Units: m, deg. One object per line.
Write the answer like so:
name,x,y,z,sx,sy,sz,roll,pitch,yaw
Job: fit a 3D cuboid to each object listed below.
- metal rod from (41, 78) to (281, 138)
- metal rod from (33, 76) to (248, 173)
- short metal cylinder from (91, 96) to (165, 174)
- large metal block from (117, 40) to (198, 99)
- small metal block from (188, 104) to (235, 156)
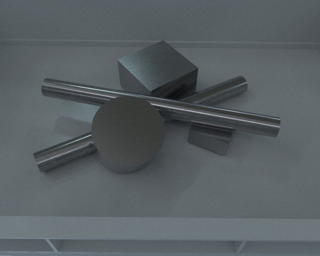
metal rod,-0.005,-0.028,0.394,0.301,0.025,0.025,10,51,8
metal rod,-0.012,-0.012,0.413,0.302,0.025,0.025,-22,54,-18
short metal cylinder,-0.039,0.009,0.360,0.081,0.050,0.080,4,71,-11
large metal block,-0.004,-0.073,0.448,0.081,0.050,0.080,-29,56,-23
small metal block,0.070,0.001,0.401,0.050,0.025,0.050,21,53,16
